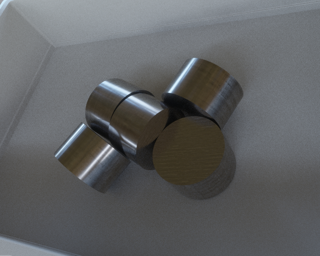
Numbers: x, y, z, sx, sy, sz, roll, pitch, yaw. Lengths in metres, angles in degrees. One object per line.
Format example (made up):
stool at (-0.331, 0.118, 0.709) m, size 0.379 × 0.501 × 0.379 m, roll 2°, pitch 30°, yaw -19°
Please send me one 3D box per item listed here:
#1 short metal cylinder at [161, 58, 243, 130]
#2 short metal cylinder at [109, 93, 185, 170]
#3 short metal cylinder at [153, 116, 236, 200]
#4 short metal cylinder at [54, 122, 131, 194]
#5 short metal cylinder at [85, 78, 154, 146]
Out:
short metal cylinder at (0.049, -0.036, 0.364) m, size 0.080 × 0.080 × 0.050 m, roll 26°, pitch 76°, yaw 36°
short metal cylinder at (-0.014, 0.004, 0.373) m, size 0.050 × 0.080 × 0.080 m, roll 30°, pitch 78°, yaw 37°
short metal cylinder at (0.039, 0.034, 0.345) m, size 0.080 × 0.050 × 0.080 m, roll -13°, pitch 56°, yaw 20°
short metal cylinder at (-0.083, 0.037, 0.388) m, size 0.080 × 0.080 × 0.050 m, roll 33°, pitch 80°, yaw 38°
short metal cylinder at (-0.049, -0.019, 0.404) m, size 0.050 × 0.080 × 0.080 m, roll 29°, pitch 77°, yaw 37°
